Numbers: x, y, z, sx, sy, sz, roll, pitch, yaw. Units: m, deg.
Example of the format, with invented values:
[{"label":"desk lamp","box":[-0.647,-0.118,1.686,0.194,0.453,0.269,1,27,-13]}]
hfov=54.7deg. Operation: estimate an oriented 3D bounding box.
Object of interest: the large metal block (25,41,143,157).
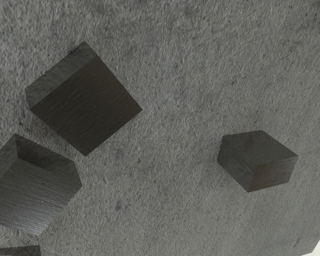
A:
[{"label":"large metal block","box":[-0.079,-0.030,0.328,0.080,0.050,0.080,-40,130,-1]}]

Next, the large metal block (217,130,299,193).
[{"label":"large metal block","box":[0.149,0.048,0.482,0.081,0.080,0.050,-7,122,-25]}]

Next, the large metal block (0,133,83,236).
[{"label":"large metal block","box":[-0.150,0.065,0.349,0.080,0.050,0.080,-49,129,6]}]

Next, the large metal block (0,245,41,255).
[{"label":"large metal block","box":[-0.186,0.214,0.402,0.050,0.080,0.079,9,114,-32]}]
